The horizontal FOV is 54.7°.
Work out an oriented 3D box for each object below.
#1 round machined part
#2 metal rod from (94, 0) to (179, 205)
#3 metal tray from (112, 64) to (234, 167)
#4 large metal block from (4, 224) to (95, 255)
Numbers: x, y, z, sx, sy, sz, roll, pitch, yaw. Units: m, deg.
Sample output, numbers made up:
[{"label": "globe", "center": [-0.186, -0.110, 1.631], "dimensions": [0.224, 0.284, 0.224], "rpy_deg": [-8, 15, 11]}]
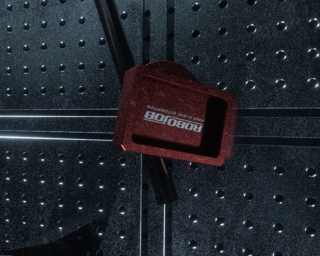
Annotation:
[{"label": "round machined part", "center": [0.001, -0.040, 0.403], "dimensions": [0.098, 0.042, 0.097], "rpy_deg": [0, 90, 19]}, {"label": "metal rod", "center": [-0.036, -0.055, 0.380], "dimensions": [0.025, 0.025, 0.299], "rpy_deg": [-20, 84, 19]}, {"label": "metal tray", "center": [0.019, -0.010, 0.351], "dimensions": [0.030, 0.131, 0.090], "rpy_deg": [-1, 78, 62]}, {"label": "large metal block", "center": [-0.152, 0.178, 0.437], "dimensions": [0.080, 0.080, 0.050], "rpy_deg": [-16, 85, 19]}]
